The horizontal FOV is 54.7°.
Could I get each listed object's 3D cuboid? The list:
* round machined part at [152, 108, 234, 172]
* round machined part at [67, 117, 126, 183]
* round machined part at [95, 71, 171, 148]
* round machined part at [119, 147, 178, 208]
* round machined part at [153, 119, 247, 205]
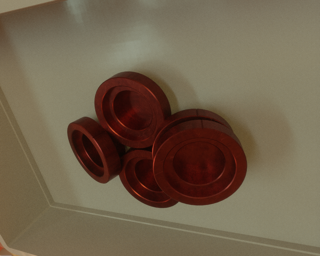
[{"bbox_3d":[0.041,0.021,0.373,0.099,0.042,0.097,1,116,3],"label":"round machined part"},{"bbox_3d":[-0.087,0.027,0.445,0.098,0.042,0.097,31,138,34],"label":"round machined part"},{"bbox_3d":[-0.030,-0.026,0.395,0.098,0.042,0.097,13,124,21],"label":"round machined part"},{"bbox_3d":[-0.006,0.061,0.436,0.098,0.042,0.097,13,124,21],"label":"round machined part"},{"bbox_3d":[0.043,0.034,0.344,0.099,0.042,0.097,1,116,3],"label":"round machined part"}]
